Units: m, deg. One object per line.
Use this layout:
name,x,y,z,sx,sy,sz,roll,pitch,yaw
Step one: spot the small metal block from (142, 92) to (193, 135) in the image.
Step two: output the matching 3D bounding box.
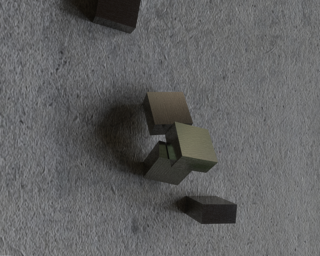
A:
small metal block,0.009,-0.019,0.400,0.050,0.025,0.050,-2,58,-20

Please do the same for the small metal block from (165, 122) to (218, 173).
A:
small metal block,0.037,0.024,0.378,0.050,0.025,0.050,13,47,-27

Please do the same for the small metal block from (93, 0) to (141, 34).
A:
small metal block,-0.053,-0.153,0.389,0.050,0.025,0.050,11,86,-20

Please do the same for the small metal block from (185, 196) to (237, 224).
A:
small metal block,0.068,0.110,0.421,0.050,0.050,0.025,6,88,-20

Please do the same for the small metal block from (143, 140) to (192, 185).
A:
small metal block,0.011,0.046,0.398,0.050,0.050,0.025,16,46,-20
